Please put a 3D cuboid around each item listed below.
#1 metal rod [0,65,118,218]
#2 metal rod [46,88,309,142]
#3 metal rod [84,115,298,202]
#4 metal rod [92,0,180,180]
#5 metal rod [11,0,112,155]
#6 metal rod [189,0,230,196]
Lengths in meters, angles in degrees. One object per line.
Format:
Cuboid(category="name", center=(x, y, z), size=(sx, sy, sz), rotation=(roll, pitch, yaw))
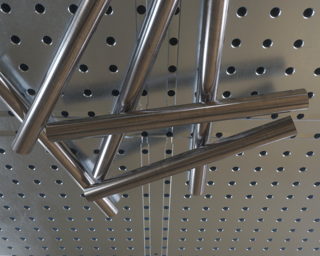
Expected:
Cuboid(category="metal rod", center=(-0.139, 0.037, 0.441), size=(0.025, 0.025, 0.299), rotation=(-17, 128, 14))
Cuboid(category="metal rod", center=(0.015, -0.014, 0.365), size=(0.301, 0.025, 0.025), rotation=(-7, 130, 6))
Cuboid(category="metal rod", center=(0.027, 0.048, 0.418), size=(0.300, 0.025, 0.025), rotation=(-21, 127, 18))
Cuboid(category="metal rod", center=(-0.037, -0.037, 0.379), size=(0.025, 0.025, 0.298), rotation=(16, 128, -13))
Cuboid(category="metal rod", center=(-0.094, -0.080, 0.324), size=(0.025, 0.025, 0.299), rotation=(27, 120, -21))
Cuboid(category="metal rod", center=(0.057, -0.016, 0.398), size=(0.025, 0.025, 0.298), rotation=(0, 130, 0))
